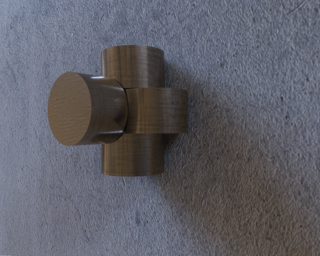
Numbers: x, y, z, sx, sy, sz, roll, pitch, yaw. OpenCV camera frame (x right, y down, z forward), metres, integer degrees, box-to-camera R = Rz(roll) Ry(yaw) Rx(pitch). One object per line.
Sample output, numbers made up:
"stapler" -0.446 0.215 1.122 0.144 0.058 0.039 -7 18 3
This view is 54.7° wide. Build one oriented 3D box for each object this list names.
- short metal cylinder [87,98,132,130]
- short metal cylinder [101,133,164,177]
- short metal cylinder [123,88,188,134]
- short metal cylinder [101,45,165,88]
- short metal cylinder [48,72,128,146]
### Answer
"short metal cylinder" -0.069 -0.019 0.425 0.080 0.081 0.050 -1 89 39
"short metal cylinder" -0.035 0.031 0.397 0.080 0.081 0.050 0 90 39
"short metal cylinder" -0.007 -0.019 0.374 0.080 0.081 0.050 0 90 39
"short metal cylinder" -0.034 -0.071 0.397 0.080 0.081 0.050 -2 89 39
"short metal cylinder" -0.083 -0.021 0.351 0.080 0.050 0.079 0 90 39
